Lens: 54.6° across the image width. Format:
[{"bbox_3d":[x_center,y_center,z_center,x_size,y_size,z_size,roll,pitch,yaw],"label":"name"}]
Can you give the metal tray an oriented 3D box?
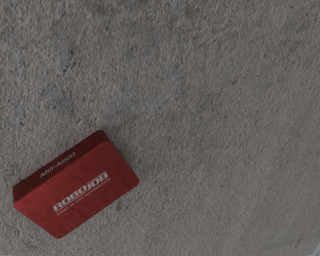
[{"bbox_3d":[-0.102,0.073,0.392,0.130,0.030,0.090,-34,129,-6],"label":"metal tray"}]
